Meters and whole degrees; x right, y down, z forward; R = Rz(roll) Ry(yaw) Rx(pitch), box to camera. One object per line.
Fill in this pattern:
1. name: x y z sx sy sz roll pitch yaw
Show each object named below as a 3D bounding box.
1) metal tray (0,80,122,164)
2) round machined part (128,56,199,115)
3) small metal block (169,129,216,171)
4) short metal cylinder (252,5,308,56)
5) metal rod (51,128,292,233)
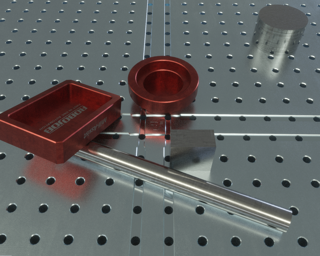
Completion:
1. metal tray: -0.119 -0.015 0.388 0.090 0.030 0.131 19 34 16
2. round machined part: 0.005 -0.057 0.445 0.099 0.042 0.098 0 50 0
3. small metal block: 0.037 0.027 0.369 0.050 0.050 0.025 0 50 0
4. short metal cylinder: 0.206 -0.171 0.538 0.081 0.050 0.080 0 50 0
5. metal rod: -0.005 0.054 0.362 0.301 0.025 0.025 18 52 14
